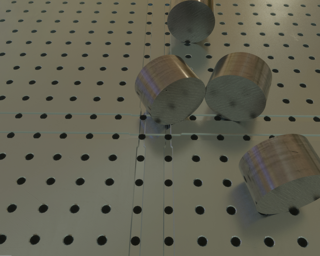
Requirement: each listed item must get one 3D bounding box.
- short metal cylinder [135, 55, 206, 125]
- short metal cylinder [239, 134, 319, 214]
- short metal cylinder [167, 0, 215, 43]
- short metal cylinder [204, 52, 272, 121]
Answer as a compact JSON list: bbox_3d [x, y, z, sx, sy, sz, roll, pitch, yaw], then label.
[{"bbox_3d":[0.013,-0.050,0.414,0.081,0.080,0.050,-21,53,-17],"label":"short metal cylinder"},{"bbox_3d":[0.132,0.051,0.331,0.081,0.080,0.050,-9,51,-8],"label":"short metal cylinder"},{"bbox_3d":[0.055,-0.196,0.538,0.080,0.080,0.050,4,50,3],"label":"short metal cylinder"},{"bbox_3d":[0.106,-0.055,0.419,0.080,0.080,0.050,17,52,13],"label":"short metal cylinder"}]
